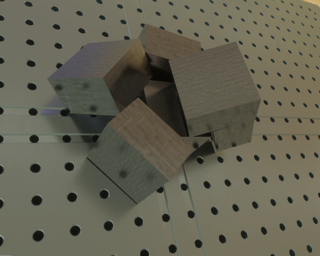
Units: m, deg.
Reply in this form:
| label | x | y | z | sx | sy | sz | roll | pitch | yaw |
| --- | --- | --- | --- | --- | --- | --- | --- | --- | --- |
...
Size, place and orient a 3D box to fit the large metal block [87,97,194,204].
| label | x | y | z | sx | sy | sz | roll | pitch | yaw |
| --- | --- | --- | --- | --- | --- | --- | --- | --- | --- |
| large metal block | -0.024 | 0.027 | 0.341 | 0.080 | 0.080 | 0.050 | 43 | 50 | 1 |

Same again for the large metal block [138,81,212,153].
| label | x | y | z | sx | sy | sz | roll | pitch | yaw |
| --- | --- | --- | --- | --- | --- | --- | --- | --- | --- |
| large metal block | 0.011 | -0.013 | 0.405 | 0.081 | 0.050 | 0.080 | 1 | 61 | -28 |

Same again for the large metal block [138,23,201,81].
| label | x | y | z | sx | sy | sz | roll | pitch | yaw |
| --- | --- | --- | --- | --- | --- | --- | --- | --- | --- |
| large metal block | 0.002 | -0.085 | 0.426 | 0.081 | 0.080 | 0.050 | 12 | 57 | -21 |

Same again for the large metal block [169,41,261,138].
| label | x | y | z | sx | sy | sz | roll | pitch | yaw |
| --- | --- | --- | --- | --- | --- | --- | --- | --- | --- |
| large metal block | 0.061 | -0.044 | 0.362 | 0.080 | 0.050 | 0.080 | -15 | 64 | 2 |

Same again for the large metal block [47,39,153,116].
| label | x | y | z | sx | sy | sz | roll | pitch | yaw |
| --- | --- | --- | --- | --- | --- | --- | --- | --- | --- |
| large metal block | -0.067 | -0.060 | 0.365 | 0.080 | 0.080 | 0.050 | -58 | 140 | -39 |

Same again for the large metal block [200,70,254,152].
| label | x | y | z | sx | sy | sz | roll | pitch | yaw |
| --- | --- | --- | --- | --- | --- | --- | --- | --- | --- |
| large metal block | 0.088 | -0.023 | 0.423 | 0.050 | 0.080 | 0.080 | -17 | 65 | 6 |
